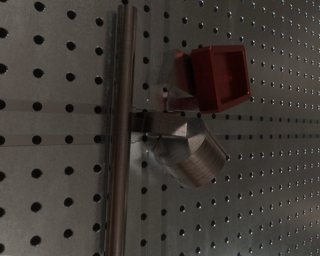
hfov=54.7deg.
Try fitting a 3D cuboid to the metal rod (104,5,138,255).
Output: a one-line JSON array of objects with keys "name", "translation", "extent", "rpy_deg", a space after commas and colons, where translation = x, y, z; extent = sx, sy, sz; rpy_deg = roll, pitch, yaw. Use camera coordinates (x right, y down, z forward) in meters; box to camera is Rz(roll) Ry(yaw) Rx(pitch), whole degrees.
[{"name": "metal rod", "translation": [-0.047, 0.004, 0.371], "extent": [0.025, 0.025, 0.298], "rpy_deg": [5, 87, -40]}]

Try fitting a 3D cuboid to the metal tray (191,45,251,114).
[{"name": "metal tray", "translation": [0.097, -0.077, 0.469], "extent": [0.131, 0.030, 0.089], "rpy_deg": [-22, 104, -53]}]

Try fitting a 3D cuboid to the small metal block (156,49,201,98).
[{"name": "small metal block", "translation": [0.027, -0.075, 0.434], "extent": [0.050, 0.025, 0.050], "rpy_deg": [22, 76, -38]}]

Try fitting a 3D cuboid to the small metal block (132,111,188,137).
[{"name": "small metal block", "translation": [-0.001, -0.004, 0.394], "extent": [0.050, 0.050, 0.025], "rpy_deg": [9, 85, -40]}]

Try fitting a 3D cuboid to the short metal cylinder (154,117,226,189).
[{"name": "short metal cylinder", "translation": [0.039, 0.032, 0.409], "extent": [0.050, 0.080, 0.080], "rpy_deg": [49, 61, -29]}]
